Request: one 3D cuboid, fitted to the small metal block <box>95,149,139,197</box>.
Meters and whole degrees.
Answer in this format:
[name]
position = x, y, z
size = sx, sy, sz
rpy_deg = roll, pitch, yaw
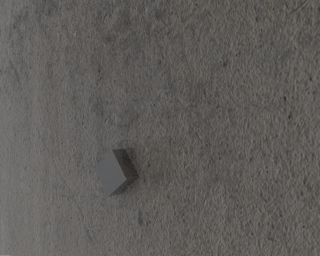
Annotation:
[small metal block]
position = -0.065, 0.066, 0.460
size = 0.050, 0.025, 0.050
rpy_deg = -45, 63, 31
